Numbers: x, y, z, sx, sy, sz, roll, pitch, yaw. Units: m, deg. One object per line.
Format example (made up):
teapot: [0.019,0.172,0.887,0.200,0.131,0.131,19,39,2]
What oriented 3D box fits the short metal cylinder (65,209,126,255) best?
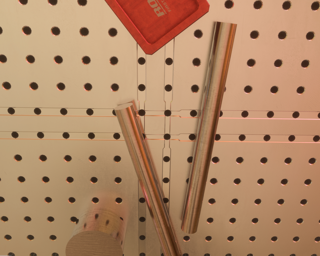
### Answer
short metal cylinder: [-0.093,0.169,0.461,0.081,0.050,0.079,0,110,-1]

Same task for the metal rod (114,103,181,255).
metal rod: [-0.008,0.107,0.452,0.025,0.025,0.298,-15,110,5]

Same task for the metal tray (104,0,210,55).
metal tray: [-0.017,-0.161,0.350,0.090,0.030,0.130,-36,107,12]

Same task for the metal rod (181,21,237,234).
metal rod: [0.062,0.014,0.419,0.025,0.025,0.298,6,110,-3]
